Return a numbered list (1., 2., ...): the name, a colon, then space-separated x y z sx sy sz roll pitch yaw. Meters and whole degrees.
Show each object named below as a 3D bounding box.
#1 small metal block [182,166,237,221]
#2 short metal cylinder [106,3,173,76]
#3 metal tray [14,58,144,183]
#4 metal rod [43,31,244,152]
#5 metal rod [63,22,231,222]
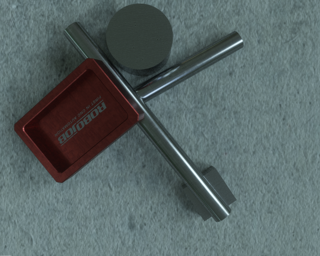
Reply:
1. small metal block: 0.064 0.086 0.412 0.050 0.025 0.050 -34 90 0
2. short metal cylinder: -0.025 -0.110 0.398 0.081 0.050 0.079 0 90 -1
3. metal tray: -0.096 -0.008 0.369 0.130 0.030 0.090 -39 90 11
4. metal rod: -0.027 -0.044 0.411 0.301 0.025 0.025 -30 90 -1
5. metal rod: -0.015 -0.007 0.386 0.025 0.025 0.300 -39 91 0
